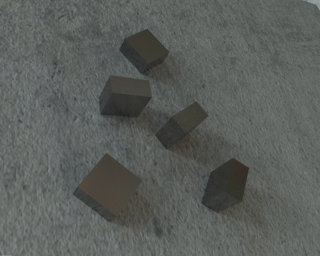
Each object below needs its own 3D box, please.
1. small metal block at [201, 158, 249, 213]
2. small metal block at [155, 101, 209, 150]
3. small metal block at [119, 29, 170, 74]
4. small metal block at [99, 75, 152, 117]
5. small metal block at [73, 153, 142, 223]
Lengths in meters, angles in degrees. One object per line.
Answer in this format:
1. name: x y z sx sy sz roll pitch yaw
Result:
1. small metal block: 0.082 0.073 0.389 0.025 0.050 0.050 32 51 -8
2. small metal block: 0.028 -0.003 0.407 0.050 0.050 0.025 -33 80 -38
3. small metal block: -0.023 -0.115 0.463 0.050 0.025 0.050 48 51 5
4. small metal block: -0.044 -0.038 0.388 0.050 0.050 0.025 4 60 -27
5. small metal block: -0.056 0.064 0.335 0.050 0.025 0.050 39 51 -3
